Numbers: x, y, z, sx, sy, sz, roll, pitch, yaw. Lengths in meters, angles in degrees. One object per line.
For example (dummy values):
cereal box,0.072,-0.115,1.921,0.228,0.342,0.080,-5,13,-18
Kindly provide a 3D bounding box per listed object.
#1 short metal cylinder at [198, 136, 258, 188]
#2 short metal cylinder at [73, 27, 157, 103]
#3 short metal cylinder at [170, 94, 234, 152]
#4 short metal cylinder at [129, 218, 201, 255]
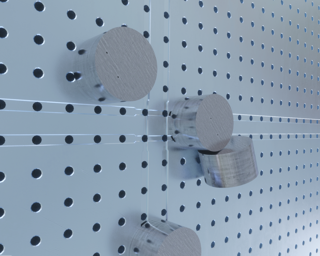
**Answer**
short metal cylinder,0.101,0.048,0.461,0.081,0.080,0.050,-23,105,-38
short metal cylinder,-0.050,-0.069,0.352,0.081,0.050,0.079,0,90,-40
short metal cylinder,0.061,-0.008,0.446,0.081,0.050,0.079,0,90,-40
short metal cylinder,0.008,0.163,0.402,0.081,0.050,0.079,0,90,-40
